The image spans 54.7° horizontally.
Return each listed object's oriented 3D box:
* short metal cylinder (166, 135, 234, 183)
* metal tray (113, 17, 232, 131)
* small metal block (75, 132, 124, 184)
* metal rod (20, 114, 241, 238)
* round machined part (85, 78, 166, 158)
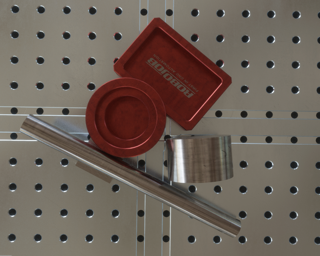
[{"bbox_3d":[0.049,0.036,0.385,0.081,0.080,0.050,-4,90,-1],"label":"short metal cylinder"},{"bbox_3d":[0.016,-0.069,0.410,0.130,0.030,0.090,40,89,0],"label":"metal tray"},{"bbox_3d":[-0.075,0.038,0.413,0.050,0.025,0.050,28,90,-1],"label":"small metal block"},{"bbox_3d":[-0.029,0.065,0.393,0.301,0.025,0.025,28,90,-9],"label":"metal rod"},{"bbox_3d":[-0.041,-0.013,0.396,0.099,0.042,0.097,0,90,1],"label":"round machined part"}]
